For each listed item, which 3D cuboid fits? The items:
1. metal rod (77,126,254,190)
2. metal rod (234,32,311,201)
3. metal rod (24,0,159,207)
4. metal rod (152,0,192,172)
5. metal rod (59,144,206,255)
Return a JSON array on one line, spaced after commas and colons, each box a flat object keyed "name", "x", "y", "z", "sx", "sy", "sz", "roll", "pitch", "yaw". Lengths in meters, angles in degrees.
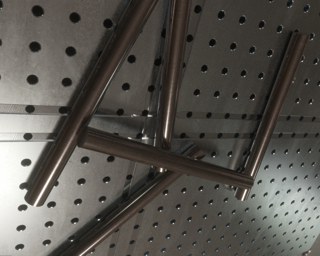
[{"name": "metal rod", "x": 0.030, "y": 0.050, "z": 0.426, "sx": 0.302, "sy": 0.025, "sz": 0.025, "roll": 19, "pitch": 108, "yaw": -36}, {"name": "metal rod", "x": 0.176, "y": -0.004, "z": 0.507, "sx": 0.025, "sy": 0.025, "sz": 0.298, "roll": -4, "pitch": 120, "yaw": -27}, {"name": "metal rod", "x": -0.077, "y": -0.035, "z": 0.348, "sx": 0.025, "sy": 0.025, "sz": 0.299, "roll": 22, "pitch": 106, "yaw": -37}, {"name": "metal rod", "x": 0.015, "y": -0.074, "z": 0.375, "sx": 0.025, "sy": 0.025, "sz": 0.298, "roll": -8, "pitch": 122, "yaw": -25}, {"name": "metal rod", "x": -0.055, "y": 0.128, "z": 0.461, "sx": 0.300, "sy": 0.025, "sz": 0.025, "roll": -39, "pitch": 130, "yaw": -2}]
